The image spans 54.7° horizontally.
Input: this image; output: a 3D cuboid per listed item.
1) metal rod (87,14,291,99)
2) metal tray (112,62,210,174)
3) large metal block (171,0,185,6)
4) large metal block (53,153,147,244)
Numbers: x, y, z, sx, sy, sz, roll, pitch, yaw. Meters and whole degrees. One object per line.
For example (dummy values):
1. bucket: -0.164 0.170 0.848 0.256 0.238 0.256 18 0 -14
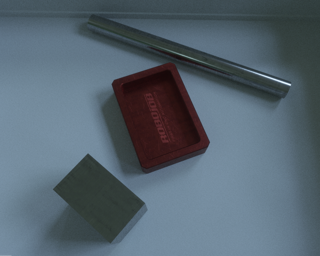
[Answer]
1. metal rod: 0.037 -0.106 0.448 0.301 0.025 0.025 21 71 7
2. metal tray: -0.001 -0.016 0.412 0.091 0.030 0.130 -19 71 -7
3. large metal block: 0.027 -0.258 0.493 0.080 0.050 0.080 40 74 13
4. large metal block: -0.062 0.082 0.350 0.080 0.080 0.050 39 74 12
